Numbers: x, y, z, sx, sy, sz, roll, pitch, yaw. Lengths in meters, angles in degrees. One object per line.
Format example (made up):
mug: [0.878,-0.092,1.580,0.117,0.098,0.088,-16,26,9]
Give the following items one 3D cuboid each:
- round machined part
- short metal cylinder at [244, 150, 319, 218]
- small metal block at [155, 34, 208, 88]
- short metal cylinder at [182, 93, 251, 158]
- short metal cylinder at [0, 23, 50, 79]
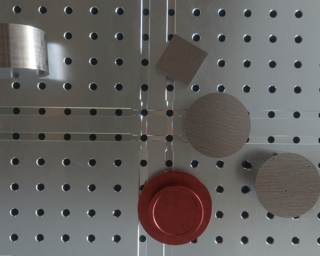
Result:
round machined part: [0.020,0.105,0.405,0.099,0.042,0.097,0,90,0]
short metal cylinder: [0.156,0.070,0.402,0.081,0.050,0.080,0,90,0]
small metal block: [0.028,-0.088,0.413,0.050,0.025,0.050,31,90,0]
short metal cylinder: [0.070,-0.003,0.401,0.081,0.050,0.080,0,90,0]
short metal cylinder: [-0.181,-0.092,0.384,0.080,0.080,0.050,-4,90,0]
